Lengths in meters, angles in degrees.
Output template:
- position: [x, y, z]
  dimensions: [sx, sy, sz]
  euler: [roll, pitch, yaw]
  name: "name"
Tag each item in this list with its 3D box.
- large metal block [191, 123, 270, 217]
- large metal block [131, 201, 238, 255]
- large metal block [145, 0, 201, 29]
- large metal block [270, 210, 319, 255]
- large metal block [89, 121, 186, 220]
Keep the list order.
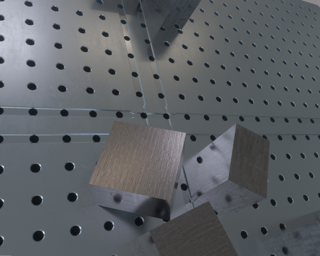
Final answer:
- position: [0.087, 0.054, 0.386]
  dimensions: [0.050, 0.080, 0.080]
  euler: [27, 52, -11]
  name: "large metal block"
- position: [0.029, 0.134, 0.325]
  dimensions: [0.081, 0.050, 0.080]
  euler: [-16, 70, -34]
  name: "large metal block"
- position: [0.020, -0.226, 0.521]
  dimensions: [0.050, 0.080, 0.080]
  euler: [-13, 69, -33]
  name: "large metal block"
- position: [0.207, 0.139, 0.398]
  dimensions: [0.081, 0.080, 0.050]
  euler: [-12, 68, -33]
  name: "large metal block"
- position: [-0.020, 0.044, 0.335]
  dimensions: [0.080, 0.050, 0.080]
  euler: [10, 53, 8]
  name: "large metal block"
